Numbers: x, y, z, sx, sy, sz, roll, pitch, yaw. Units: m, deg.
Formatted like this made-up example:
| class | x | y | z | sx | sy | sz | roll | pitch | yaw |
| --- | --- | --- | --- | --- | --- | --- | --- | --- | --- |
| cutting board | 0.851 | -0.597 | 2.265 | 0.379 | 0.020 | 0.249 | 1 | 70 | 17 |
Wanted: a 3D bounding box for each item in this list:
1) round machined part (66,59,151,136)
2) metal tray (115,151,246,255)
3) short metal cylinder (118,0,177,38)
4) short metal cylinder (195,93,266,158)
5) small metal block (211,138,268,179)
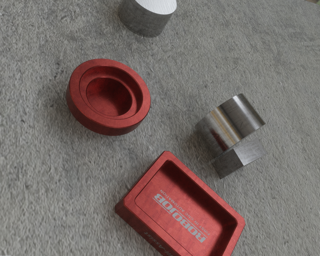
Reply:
| class | x | y | z | sx | sy | sz | roll | pitch | yaw |
| --- | --- | --- | --- | --- | --- | --- | --- | --- | --- |
| round machined part | -0.064 | -0.033 | 0.378 | 0.099 | 0.042 | 0.098 | 14 | 56 | -21 |
| metal tray | 0.026 | 0.100 | 0.353 | 0.130 | 0.030 | 0.090 | 42 | 51 | 1 |
| short metal cylinder | -0.021 | -0.192 | 0.494 | 0.081 | 0.050 | 0.080 | 14 | 56 | -21 |
| short metal cylinder | 0.095 | -0.003 | 0.421 | 0.081 | 0.080 | 0.050 | -25 | 76 | -37 |
| small metal block | 0.107 | 0.041 | 0.420 | 0.050 | 0.050 | 0.025 | -18 | 72 | -35 |
